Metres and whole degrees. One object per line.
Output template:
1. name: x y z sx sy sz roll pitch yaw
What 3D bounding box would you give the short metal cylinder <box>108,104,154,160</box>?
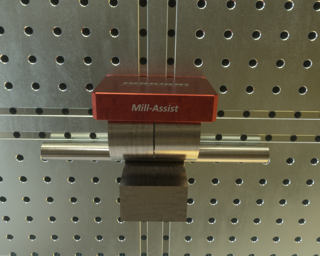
1. short metal cylinder: -0.033 -0.001 0.381 0.050 0.080 0.079 1 110 0

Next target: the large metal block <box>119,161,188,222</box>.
1. large metal block: -0.008 0.077 0.408 0.081 0.080 0.050 1 110 -1

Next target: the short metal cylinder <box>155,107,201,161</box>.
1. short metal cylinder: 0.020 0.000 0.381 0.050 0.080 0.079 2 110 -1

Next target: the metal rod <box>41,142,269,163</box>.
1. metal rod: -0.006 0.033 0.421 0.302 0.025 0.025 1 110 -1

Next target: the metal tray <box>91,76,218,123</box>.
1. metal tray: -0.005 -0.036 0.361 0.131 0.090 0.030 1 110 -1
